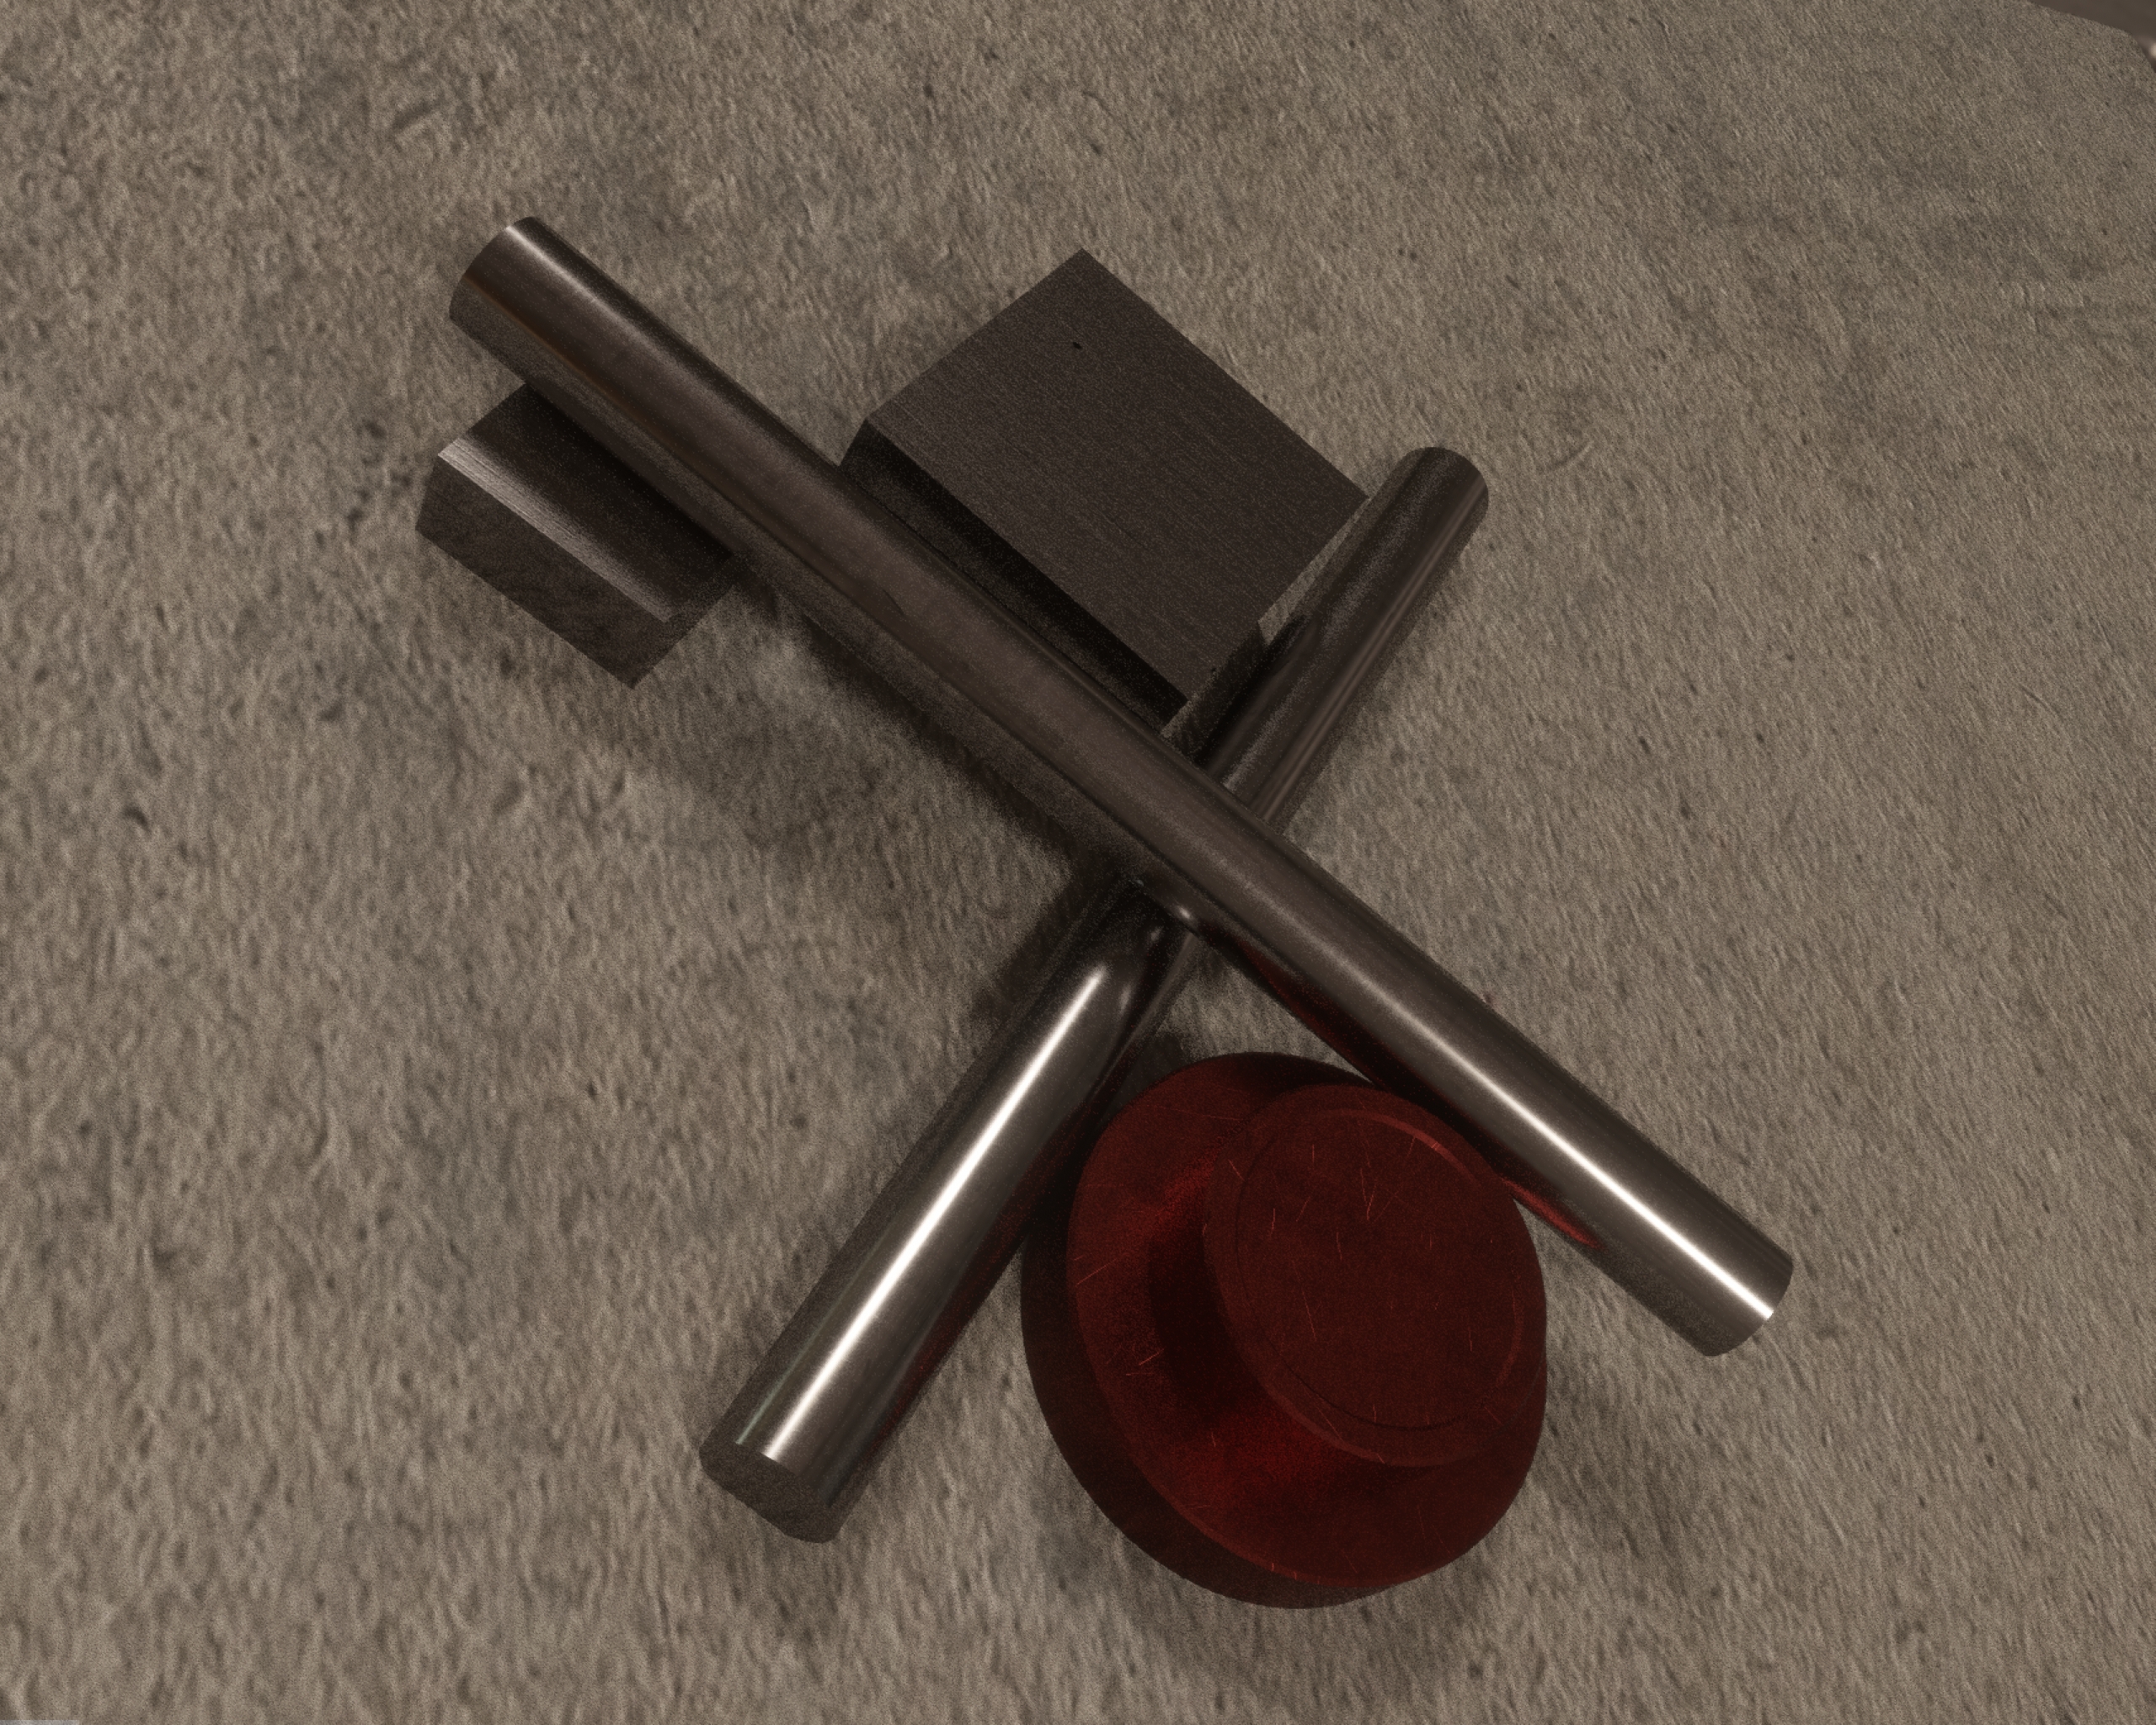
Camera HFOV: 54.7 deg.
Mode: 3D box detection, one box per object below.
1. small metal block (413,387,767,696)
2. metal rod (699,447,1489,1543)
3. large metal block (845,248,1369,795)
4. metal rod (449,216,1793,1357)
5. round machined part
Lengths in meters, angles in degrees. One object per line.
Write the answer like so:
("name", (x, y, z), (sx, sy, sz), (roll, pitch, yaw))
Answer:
("small metal block", (-0.089, -0.069, 0.401), (0.050, 0.025, 0.050), (37, 51, -4))
("metal rod", (0.021, 0.003, 0.418), (0.025, 0.025, 0.301), (38, 51, -3))
("large metal block", (0.000, -0.068, 0.434), (0.080, 0.050, 0.080), (41, 51, -1))
("metal rod", (0.009, -0.013, 0.387), (0.300, 0.025, 0.025), (40, 51, -2))
("round machined part", (0.043, 0.078, 0.371), (0.099, 0.042, 0.098), (14, 56, -21))
